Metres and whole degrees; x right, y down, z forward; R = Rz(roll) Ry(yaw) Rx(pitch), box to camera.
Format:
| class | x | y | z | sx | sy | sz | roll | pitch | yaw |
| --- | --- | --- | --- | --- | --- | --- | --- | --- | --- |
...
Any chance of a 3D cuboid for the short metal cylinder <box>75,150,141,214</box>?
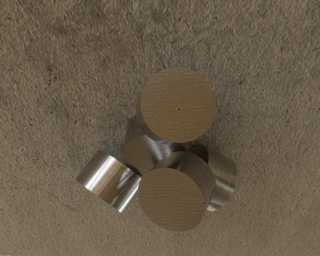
| class | x | y | z | sx | sy | sz | roll | pitch | yaw |
| --- | --- | --- | --- | --- | --- | --- | --- | --- | --- |
| short metal cylinder | -0.069 | 0.074 | 0.427 | 0.080 | 0.050 | 0.080 | 33 | 164 | 11 |

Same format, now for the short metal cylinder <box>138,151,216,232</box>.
| class | x | y | z | sx | sy | sz | roll | pitch | yaw |
| --- | --- | --- | --- | --- | --- | --- | --- | --- | --- |
| short metal cylinder | 0.021 | 0.074 | 0.367 | 0.080 | 0.050 | 0.079 | 7 | 110 | 21 |

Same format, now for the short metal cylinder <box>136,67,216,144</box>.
| class | x | y | z | sx | sy | sz | roll | pitch | yaw |
| --- | --- | --- | --- | --- | --- | --- | --- | --- | --- |
| short metal cylinder | 0.015 | -0.022 | 0.346 | 0.081 | 0.080 | 0.050 | 10 | 173 | -9 |

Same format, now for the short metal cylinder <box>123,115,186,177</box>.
| class | x | y | z | sx | sy | sz | roll | pitch | yaw |
| --- | --- | --- | --- | --- | --- | --- | --- | --- | --- |
| short metal cylinder | -0.007 | 0.021 | 0.410 | 0.081 | 0.050 | 0.079 | -1 | 130 | 0 |

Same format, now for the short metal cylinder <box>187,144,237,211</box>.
| class | x | y | z | sx | sy | sz | roll | pitch | yaw |
| --- | --- | --- | --- | --- | --- | --- | --- | --- | --- |
| short metal cylinder | 0.060 | 0.069 | 0.431 | 0.050 | 0.080 | 0.080 | 28 | 125 | -22 |
